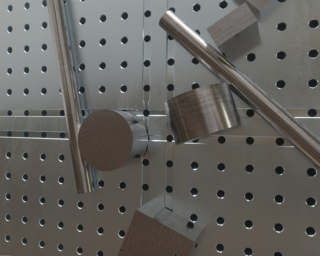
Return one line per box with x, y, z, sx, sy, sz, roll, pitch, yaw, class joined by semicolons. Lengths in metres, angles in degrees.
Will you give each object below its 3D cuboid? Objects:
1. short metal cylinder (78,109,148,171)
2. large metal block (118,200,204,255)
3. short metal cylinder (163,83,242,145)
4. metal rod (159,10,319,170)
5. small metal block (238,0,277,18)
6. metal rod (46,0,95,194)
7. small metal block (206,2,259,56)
-0.063;0.016;0.421;0.080;0.050;0.080;0;90;20;short metal cylinder
-0.001;0.153;0.399;0.080;0.050;0.080;24;98;18;large metal block
0.050;-0.015;0.366;0.080;0.080;0.050;-19;84;19;short metal cylinder
0.110;-0.041;0.373;0.300;0.025;0.025;45;104;14;metal rod
0.119;-0.171;0.370;0.050;0.025;0.050;45;104;14;small metal block
-0.134;-0.054;0.459;0.025;0.025;0.298;-11;86;19;metal rod
0.088;-0.115;0.368;0.050;0.050;0.025;-32;80;17;small metal block
